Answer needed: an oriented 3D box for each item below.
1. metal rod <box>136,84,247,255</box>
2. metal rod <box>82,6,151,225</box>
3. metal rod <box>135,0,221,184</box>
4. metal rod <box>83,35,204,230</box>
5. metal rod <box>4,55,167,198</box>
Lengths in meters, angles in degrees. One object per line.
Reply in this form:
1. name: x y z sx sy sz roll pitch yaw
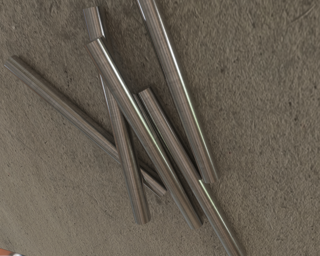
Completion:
1. metal rod: 0.051 0.076 0.426 0.025 0.025 0.299 -18 109 35
2. metal rod: -0.052 -0.002 0.411 0.025 0.025 0.298 0 112 28
3. metal rod: 0.016 -0.064 0.358 0.025 0.025 0.299 -9 114 32
4. metal rod: -0.010 0.023 0.406 0.025 0.025 0.299 -12 119 33
5. metal rod: -0.107 -0.002 0.462 0.300 0.025 0.025 40 129 0
